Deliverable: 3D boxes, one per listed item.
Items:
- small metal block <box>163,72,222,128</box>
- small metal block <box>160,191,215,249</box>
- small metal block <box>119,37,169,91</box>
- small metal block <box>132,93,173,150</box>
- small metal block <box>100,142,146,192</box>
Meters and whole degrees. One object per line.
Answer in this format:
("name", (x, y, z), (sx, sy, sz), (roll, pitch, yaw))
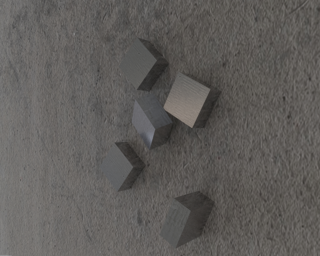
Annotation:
("small metal block", (0.038, -0.034, 0.374), (0.050, 0.025, 0.050), (36, 112, 34))
("small metal block", (0.032, 0.105, 0.362), (0.025, 0.050, 0.050), (31, 109, 36))
("small metal block", (-0.023, -0.086, 0.424), (0.050, 0.025, 0.050), (-52, 60, 27))
("small metal block", (-0.012, -0.008, 0.400), (0.050, 0.025, 0.050), (56, 153, 25))
("small metal block", (-0.055, 0.056, 0.451), (0.050, 0.025, 0.050), (48, 118, 29))
